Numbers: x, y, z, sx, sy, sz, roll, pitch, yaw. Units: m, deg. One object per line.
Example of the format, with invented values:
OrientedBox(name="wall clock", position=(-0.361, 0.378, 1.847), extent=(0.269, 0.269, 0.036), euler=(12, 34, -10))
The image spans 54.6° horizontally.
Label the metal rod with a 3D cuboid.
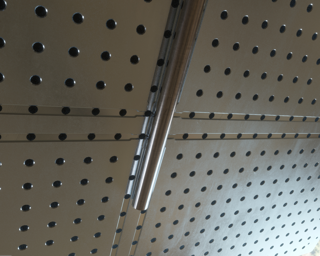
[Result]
OrientedBox(name="metal rod", position=(0.005, -0.015, 0.404), extent=(0.025, 0.025, 0.298), euler=(0, 118, -29))
